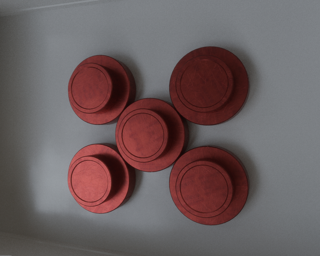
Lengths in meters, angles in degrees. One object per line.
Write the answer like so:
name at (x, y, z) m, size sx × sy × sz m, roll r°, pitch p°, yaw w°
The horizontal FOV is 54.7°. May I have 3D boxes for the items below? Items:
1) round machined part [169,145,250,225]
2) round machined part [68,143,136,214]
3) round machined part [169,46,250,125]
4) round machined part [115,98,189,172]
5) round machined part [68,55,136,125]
round machined part at (0.058, 0.071, 0.379) m, size 0.098 × 0.042 × 0.097 m, roll 0°, pitch 90°, yaw 19°
round machined part at (-0.087, 0.071, 0.429) m, size 0.098 × 0.042 × 0.097 m, roll 0°, pitch 90°, yaw 19°
round machined part at (0.058, -0.052, 0.379) m, size 0.098 × 0.042 × 0.097 m, roll 0°, pitch 90°, yaw 19°
round machined part at (-0.015, 0.009, 0.404) m, size 0.098 × 0.042 × 0.097 m, roll 0°, pitch 90°, yaw 19°
round machined part at (-0.087, -0.053, 0.429) m, size 0.098 × 0.042 × 0.097 m, roll 0°, pitch 90°, yaw 19°
